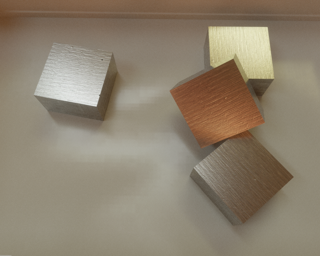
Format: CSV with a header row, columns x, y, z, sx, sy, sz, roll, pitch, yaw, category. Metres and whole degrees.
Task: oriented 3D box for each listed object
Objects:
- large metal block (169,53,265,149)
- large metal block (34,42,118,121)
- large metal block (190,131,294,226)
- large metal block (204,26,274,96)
x,y,z,sx,sy,sz,roll,pitch,yaw,category
0.071,-0.033,0.375,0.080,0.050,0.080,-25,101,23,large metal block
-0.109,-0.062,0.418,0.080,0.050,0.080,11,70,4,large metal block
0.095,0.059,0.375,0.080,0.050,0.080,-38,75,-13,large metal block
0.106,-0.092,0.430,0.080,0.050,0.080,1,70,0,large metal block
